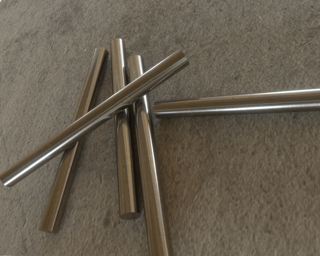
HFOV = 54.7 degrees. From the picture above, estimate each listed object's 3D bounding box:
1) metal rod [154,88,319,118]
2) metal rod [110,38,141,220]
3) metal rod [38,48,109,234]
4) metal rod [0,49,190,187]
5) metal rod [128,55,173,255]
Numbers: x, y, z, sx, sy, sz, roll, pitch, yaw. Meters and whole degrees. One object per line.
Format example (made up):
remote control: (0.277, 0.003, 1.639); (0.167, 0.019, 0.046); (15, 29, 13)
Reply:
metal rod: (0.132, -0.029, 0.352); (0.301, 0.025, 0.025); (-2, 61, 26)
metal rod: (-0.053, -0.020, 0.442); (0.025, 0.025, 0.299); (-20, 54, 16)
metal rod: (-0.121, 0.001, 0.464); (0.025, 0.025, 0.299); (-5, 59, 25)
metal rod: (-0.092, -0.011, 0.423); (0.300, 0.025, 0.025); (-34, 52, 5)
metal rod: (-0.018, 0.017, 0.401); (0.025, 0.025, 0.299); (-21, 54, 16)
